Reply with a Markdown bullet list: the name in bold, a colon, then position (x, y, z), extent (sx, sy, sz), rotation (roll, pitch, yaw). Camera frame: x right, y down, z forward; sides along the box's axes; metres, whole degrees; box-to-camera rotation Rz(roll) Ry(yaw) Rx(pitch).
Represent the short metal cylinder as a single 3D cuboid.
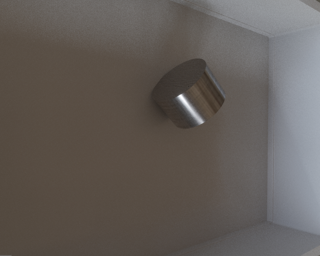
- **short metal cylinder**: position (0.037, -0.045, 0.404), extent (0.050, 0.080, 0.080), rotation (50, 60, -29)
